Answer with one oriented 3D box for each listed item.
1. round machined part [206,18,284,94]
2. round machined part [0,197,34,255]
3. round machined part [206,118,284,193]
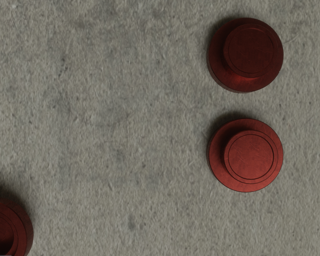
[{"bbox_3d":[0.113,-0.096,0.403,0.099,0.042,0.097,0,90,-1],"label":"round machined part"},{"bbox_3d":[-0.212,0.137,0.399,0.099,0.042,0.097,0,90,-1],"label":"round machined part"},{"bbox_3d":[0.113,0.036,0.403,0.099,0.042,0.097,0,90,-1],"label":"round machined part"}]
